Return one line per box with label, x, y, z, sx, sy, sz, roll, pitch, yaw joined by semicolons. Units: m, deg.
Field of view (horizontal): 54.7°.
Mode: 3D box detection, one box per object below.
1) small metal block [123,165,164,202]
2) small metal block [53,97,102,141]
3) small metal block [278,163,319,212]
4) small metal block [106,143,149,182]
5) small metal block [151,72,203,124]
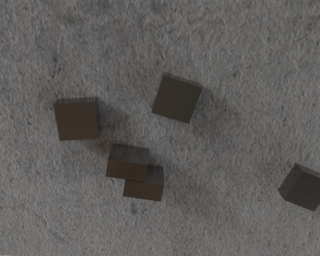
small metal block;-0.022;0.073;0.423;0.050;0.050;0.025;9;110;-4
small metal block;-0.106;-0.012;0.404;0.050;0.025;0.050;-3;110;0
small metal block;0.208;0.085;0.444;0.050;0.025;0.050;22;108;-9
small metal block;-0.042;0.045;0.413;0.050;0.050;0.025;9;110;-4
small metal block;0.021;-0.039;0.396;0.050;0.025;0.050;17;109;-7
